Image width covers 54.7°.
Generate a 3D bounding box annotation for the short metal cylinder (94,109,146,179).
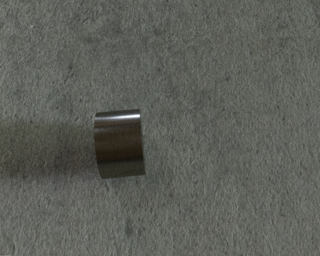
[{"bbox_3d":[-0.046,0.019,0.372,0.050,0.080,0.080,-5,70,-2],"label":"short metal cylinder"}]
